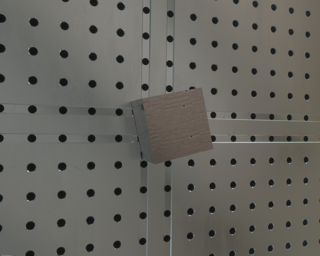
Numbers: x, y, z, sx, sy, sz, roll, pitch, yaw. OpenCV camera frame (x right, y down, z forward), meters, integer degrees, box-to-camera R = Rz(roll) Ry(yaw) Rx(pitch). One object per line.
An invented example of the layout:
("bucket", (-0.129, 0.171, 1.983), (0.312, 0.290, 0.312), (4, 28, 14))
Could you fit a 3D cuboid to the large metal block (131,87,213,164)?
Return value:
("large metal block", (0.015, -0.004, 0.404), (0.081, 0.050, 0.080), (-13, 95, -20))
